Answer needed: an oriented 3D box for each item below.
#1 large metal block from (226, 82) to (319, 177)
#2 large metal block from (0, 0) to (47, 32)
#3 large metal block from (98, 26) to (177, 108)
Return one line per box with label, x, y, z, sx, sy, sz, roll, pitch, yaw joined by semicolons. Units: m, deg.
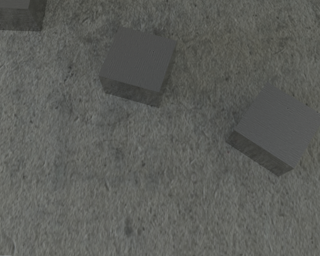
large metal block;0.144;0.002;0.396;0.080;0.050;0.080;34;73;11
large metal block;-0.221;-0.195;0.463;0.081;0.050;0.080;2;70;0
large metal block;-0.028;-0.083;0.425;0.080;0.050;0.080;16;71;5
